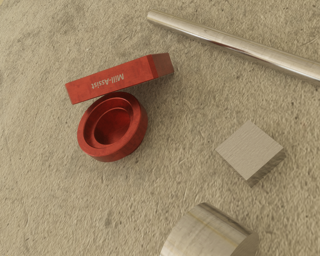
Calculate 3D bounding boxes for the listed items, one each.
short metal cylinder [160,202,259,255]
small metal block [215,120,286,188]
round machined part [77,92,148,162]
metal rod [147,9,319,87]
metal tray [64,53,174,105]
[{"bbox_3d":[0.044,0.114,0.275,0.050,0.080,0.080,27,77,37],"label":"short metal cylinder"},{"bbox_3d":[0.098,0.028,0.336,0.050,0.025,0.050,-41,51,0],"label":"small metal block"},{"bbox_3d":[-0.060,0.002,0.423,0.098,0.042,0.098,-13,56,21],"label":"round machined part"},{"bbox_3d":[0.086,-0.123,0.433,0.300,0.025,0.025,34,81,38],"label":"metal rod"},{"bbox_3d":[-0.054,-0.070,0.436,0.130,0.090,0.030,-14,100,20],"label":"metal tray"}]
